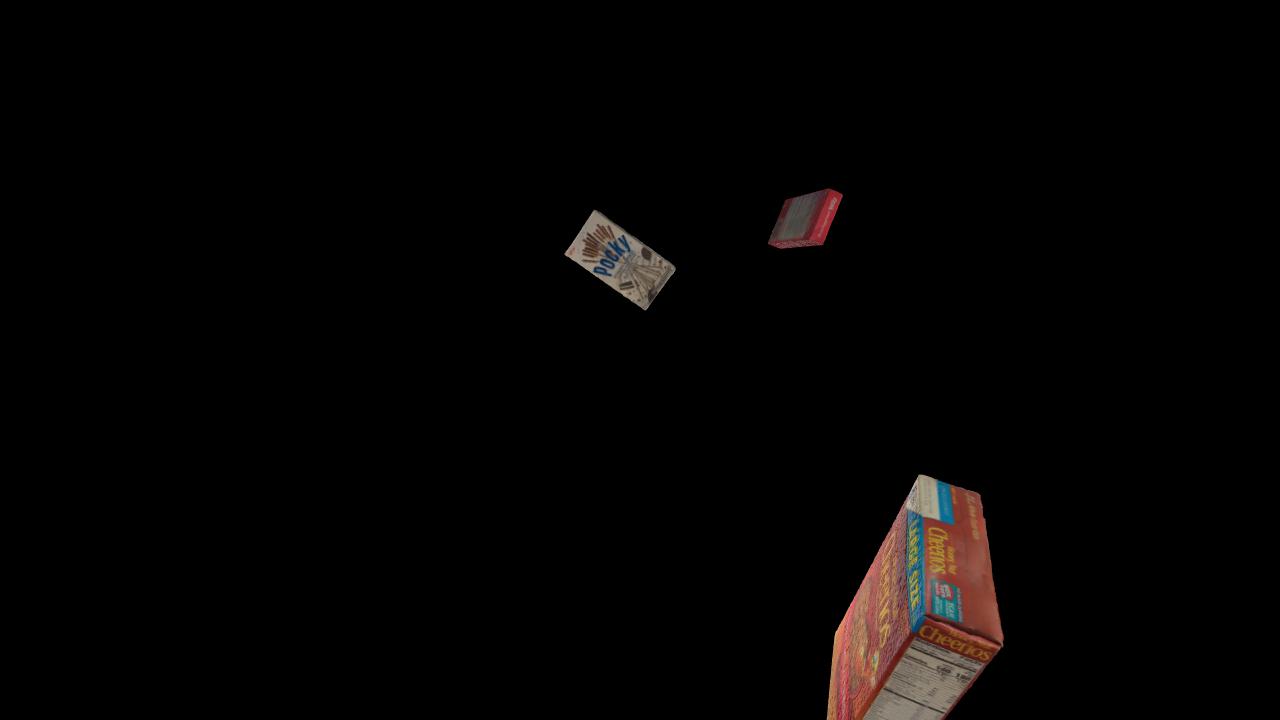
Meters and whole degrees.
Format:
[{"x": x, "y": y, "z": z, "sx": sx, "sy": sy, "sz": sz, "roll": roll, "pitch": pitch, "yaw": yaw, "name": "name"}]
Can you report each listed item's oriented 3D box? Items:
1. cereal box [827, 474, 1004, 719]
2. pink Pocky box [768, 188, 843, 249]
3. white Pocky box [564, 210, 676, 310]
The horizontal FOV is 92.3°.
[{"x": 0.290, "y": 0.306, "z": 0.686, "sx": 0.081, "sy": 0.306, "sz": 0.203, "roll": 17, "pitch": 34, "yaw": 13, "name": "cereal box"}, {"x": 0.266, "y": -0.227, "z": 1.004, "sx": 0.029, "sy": 0.084, "sz": 0.155, "roll": 21, "pitch": 3, "yaw": -14, "name": "pink Pocky box"}, {"x": -0.030, "y": -0.153, "z": 0.950, "sx": 0.154, "sy": 0.084, "sz": 0.028, "roll": 34, "pitch": 13, "yaw": -11, "name": "white Pocky box"}]
